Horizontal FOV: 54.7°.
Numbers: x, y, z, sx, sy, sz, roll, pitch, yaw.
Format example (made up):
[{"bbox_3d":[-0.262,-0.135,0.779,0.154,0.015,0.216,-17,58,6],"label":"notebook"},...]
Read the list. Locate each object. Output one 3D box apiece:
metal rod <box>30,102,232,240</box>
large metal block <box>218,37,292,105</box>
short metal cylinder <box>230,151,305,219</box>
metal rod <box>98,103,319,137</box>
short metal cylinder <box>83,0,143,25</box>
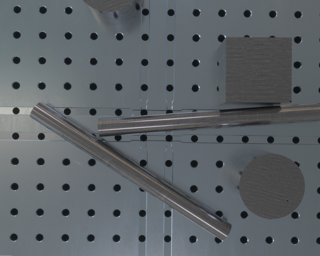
[{"bbox_3d":[-0.038,0.057,0.413,0.301,0.025,0.025,33,90,0],"label":"metal rod"},{"bbox_3d":[0.120,-0.071,0.402,0.081,0.050,0.079,0,90,0],"label":"large metal block"},{"bbox_3d":[0.137,0.071,0.402,0.081,0.050,0.079,0,90,0],"label":"short metal cylinder"},{"bbox_3d":[0.070,-0.011,0.413,0.302,0.025,0.025,-4,90,0],"label":"metal rod"},{"bbox_3d":[-0.063,-0.181,0.400,0.081,0.050,0.079,0,90,0],"label":"short metal cylinder"}]
